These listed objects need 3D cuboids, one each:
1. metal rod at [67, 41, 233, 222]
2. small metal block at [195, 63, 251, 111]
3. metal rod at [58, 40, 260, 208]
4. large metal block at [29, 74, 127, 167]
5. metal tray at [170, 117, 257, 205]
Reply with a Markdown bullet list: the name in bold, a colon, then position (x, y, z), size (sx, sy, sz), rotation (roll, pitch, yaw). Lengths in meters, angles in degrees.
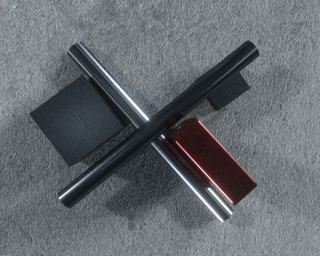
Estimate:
- **metal rod**: position (-0.012, 0.006, 0.411), size (0.025, 0.025, 0.300), rotation (-42, 91, 0)
- **small metal block**: position (0.082, -0.057, 0.412), size (0.050, 0.025, 0.050), rotation (-35, 90, 0)
- **metal rod**: position (-0.001, -0.005, 0.386), size (0.300, 0.025, 0.025), rotation (-39, 91, -1)
- **large metal block**: position (-0.101, -0.009, 0.396), size (0.080, 0.050, 0.080), rotation (-37, 90, 0)
- **metal tray**: position (0.053, 0.032, 0.359), size (0.030, 0.130, 0.090), rotation (-43, 90, 1)
